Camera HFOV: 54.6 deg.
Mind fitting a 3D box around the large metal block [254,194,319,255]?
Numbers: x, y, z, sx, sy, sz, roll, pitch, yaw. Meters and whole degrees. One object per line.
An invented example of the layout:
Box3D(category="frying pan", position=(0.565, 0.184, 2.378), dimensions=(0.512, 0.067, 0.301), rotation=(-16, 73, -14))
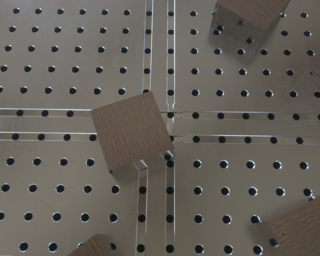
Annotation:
Box3D(category="large metal block", position=(0.169, 0.129, 0.352), dimensions=(0.080, 0.050, 0.080), rotation=(-22, 72, -8))

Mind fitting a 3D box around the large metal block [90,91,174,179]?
Box3D(category="large metal block", position=(-0.034, 0.010, 0.395), dimensions=(0.080, 0.050, 0.080), rotation=(-19, 71, -7))

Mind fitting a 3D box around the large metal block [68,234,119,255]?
Box3D(category="large metal block", position=(-0.075, 0.173, 0.335), dimensions=(0.080, 0.050, 0.080), rotation=(-36, 74, -12))

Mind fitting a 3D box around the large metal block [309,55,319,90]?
Box3D(category="large metal block", position=(0.269, -0.072, 0.426), dimensions=(0.080, 0.050, 0.080), rotation=(-14, 71, -5))

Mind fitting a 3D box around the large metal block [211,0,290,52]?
Box3D(category="large metal block", position=(0.136, -0.176, 0.464), dimensions=(0.080, 0.050, 0.080), rotation=(35, 74, 12))
